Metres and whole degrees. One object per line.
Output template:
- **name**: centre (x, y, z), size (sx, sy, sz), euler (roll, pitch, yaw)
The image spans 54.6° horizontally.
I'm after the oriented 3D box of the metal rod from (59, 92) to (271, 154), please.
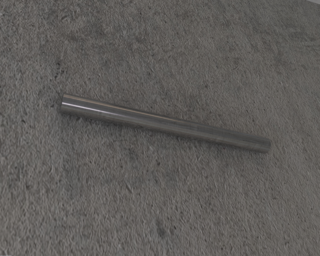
- **metal rod**: centre (0.023, -0.001, 0.416), size (0.302, 0.025, 0.025), euler (12, 57, -22)
